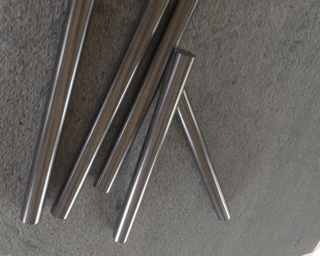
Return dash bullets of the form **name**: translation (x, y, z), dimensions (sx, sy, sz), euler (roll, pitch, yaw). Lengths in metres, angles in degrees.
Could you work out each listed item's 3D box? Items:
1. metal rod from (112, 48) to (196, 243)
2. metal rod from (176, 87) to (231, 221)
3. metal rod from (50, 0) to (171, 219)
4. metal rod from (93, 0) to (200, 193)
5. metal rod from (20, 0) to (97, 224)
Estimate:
- **metal rod**: translation (-0.016, 0.042, 0.408), dimensions (0.025, 0.025, 0.298), euler (3, 122, -30)
- **metal rod**: translation (0.068, 0.055, 0.477), dimensions (0.025, 0.025, 0.299), euler (-32, 129, -8)
- **metal rod**: translation (-0.063, -0.017, 0.361), dimensions (0.025, 0.025, 0.298), euler (16, 110, -35)
- **metal rod**: translation (-0.014, -0.049, 0.368), dimensions (0.025, 0.025, 0.298), euler (14, 111, -34)
- **metal rod**: translation (-0.112, -0.018, 0.334), dimensions (0.025, 0.025, 0.298), euler (7, 115, -32)
